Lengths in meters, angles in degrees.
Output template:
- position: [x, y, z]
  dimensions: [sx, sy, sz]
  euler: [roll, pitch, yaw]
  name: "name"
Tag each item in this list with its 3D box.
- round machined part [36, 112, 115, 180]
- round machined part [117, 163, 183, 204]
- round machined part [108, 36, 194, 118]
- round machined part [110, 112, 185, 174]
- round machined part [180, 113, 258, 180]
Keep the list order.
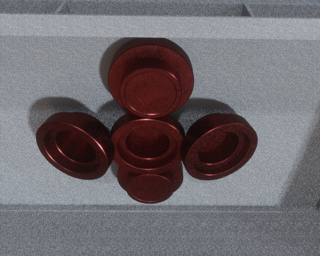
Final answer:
- position: [-0.104, 0.018, 0.400]
  dimensions: [0.098, 0.042, 0.097]
  euler: [11, 131, 13]
  name: "round machined part"
- position: [-0.015, 0.076, 0.460]
  dimensions: [0.099, 0.042, 0.097]
  euler: [0, 130, 0]
  name: "round machined part"
- position: [-0.010, -0.050, 0.353]
  dimensions: [0.099, 0.042, 0.097]
  euler: [0, 130, 0]
  name: "round machined part"
- position: [-0.016, 0.013, 0.406]
  dimensions: [0.099, 0.042, 0.097]
  euler: [0, 130, 0]
  name: "round machined part"
- position: [0.072, 0.020, 0.402]
  dimensions: [0.099, 0.042, 0.097]
  euler: [-11, 132, -13]
  name: "round machined part"
